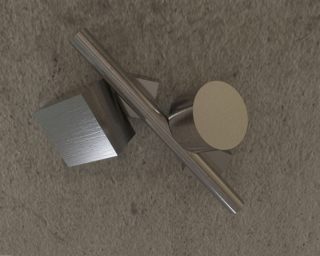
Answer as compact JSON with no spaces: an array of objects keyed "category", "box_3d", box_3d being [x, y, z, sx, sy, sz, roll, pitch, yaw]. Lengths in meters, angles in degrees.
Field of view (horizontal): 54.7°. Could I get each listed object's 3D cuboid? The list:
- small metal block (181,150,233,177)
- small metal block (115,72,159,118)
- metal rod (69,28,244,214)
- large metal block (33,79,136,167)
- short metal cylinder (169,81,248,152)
[{"category":"small metal block","box_3d":[0.064,0.044,0.429,0.050,0.025,0.050,23,108,-9]},{"category":"small metal block","box_3d":[-0.031,-0.042,0.396,0.050,0.025,0.050,11,110,-5]},{"category":"metal rod","box_3d":[0.007,0.002,0.385,0.025,0.025,0.300,-39,106,13]},{"category":"large metal block","box_3d":[-0.090,-0.005,0.377,0.080,0.050,0.080,-15,112,30]},{"category":"short metal cylinder","box_3d":[0.058,-0.011,0.373,0.081,0.050,0.080,5,80,-29]}]
